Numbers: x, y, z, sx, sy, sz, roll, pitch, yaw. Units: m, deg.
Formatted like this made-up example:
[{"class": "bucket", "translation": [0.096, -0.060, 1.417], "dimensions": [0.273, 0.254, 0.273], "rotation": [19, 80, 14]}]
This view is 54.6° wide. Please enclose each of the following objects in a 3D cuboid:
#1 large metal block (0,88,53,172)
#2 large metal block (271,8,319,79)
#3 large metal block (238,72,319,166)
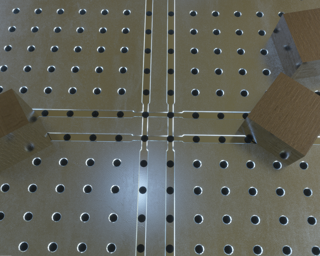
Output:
[{"class": "large metal block", "translation": [-0.191, 0.007, 0.379], "dimensions": [0.080, 0.080, 0.050], "rotation": [-30, 73, -10]}, {"class": "large metal block", "translation": [0.218, -0.121, 0.444], "dimensions": [0.080, 0.050, 0.080], "rotation": [-10, 70, -4]}, {"class": "large metal block", "translation": [0.163, -0.012, 0.404], "dimensions": [0.080, 0.050, 0.080], "rotation": [37, 74, 12]}]
